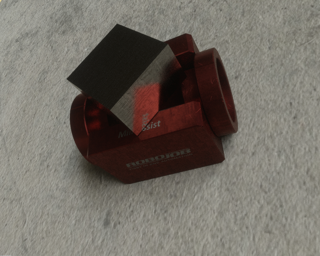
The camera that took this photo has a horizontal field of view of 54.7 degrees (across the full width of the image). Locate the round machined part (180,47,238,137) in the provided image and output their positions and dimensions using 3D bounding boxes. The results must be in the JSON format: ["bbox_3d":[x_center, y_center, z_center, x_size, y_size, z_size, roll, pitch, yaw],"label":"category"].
[{"bbox_3d":[0.055,-0.037,0.352,0.042,0.098,0.098,-15,56,20],"label":"round machined part"}]

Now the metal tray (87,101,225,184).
[{"bbox_3d":[-0.003,0.022,0.348,0.130,0.090,0.030,-16,56,18],"label":"metal tray"}]

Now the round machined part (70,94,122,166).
[{"bbox_3d":[-0.066,-0.003,0.393,0.042,0.098,0.098,-15,56,20],"label":"round machined part"}]

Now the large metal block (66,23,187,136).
[{"bbox_3d":[-0.034,-0.052,0.319,0.080,0.050,0.080,34,80,38],"label":"large metal block"}]

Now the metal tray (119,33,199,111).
[{"bbox_3d":[-0.005,-0.060,0.403,0.130,0.090,0.030,-17,55,18],"label":"metal tray"}]
